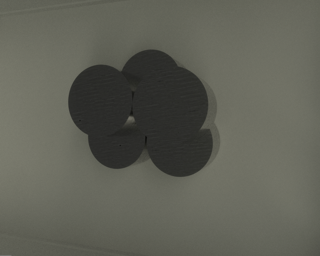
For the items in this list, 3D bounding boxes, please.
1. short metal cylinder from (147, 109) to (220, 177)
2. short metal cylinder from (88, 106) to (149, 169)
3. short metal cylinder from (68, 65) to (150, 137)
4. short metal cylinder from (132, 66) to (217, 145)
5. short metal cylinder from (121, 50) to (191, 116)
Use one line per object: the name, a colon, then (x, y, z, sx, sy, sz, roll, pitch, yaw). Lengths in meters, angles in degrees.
short metal cylinder: (0.030, 0.017, 0.385, 0.080, 0.050, 0.080, 0, 90, 20)
short metal cylinder: (-0.047, 0.011, 0.412, 0.080, 0.050, 0.080, 0, 90, 20)
short metal cylinder: (-0.058, -0.030, 0.363, 0.080, 0.050, 0.080, 0, 90, 20)
short metal cylinder: (0.017, -0.023, 0.335, 0.080, 0.050, 0.080, 0, 90, 20)
short metal cylinder: (-0.005, -0.055, 0.397, 0.080, 0.050, 0.080, 0, 90, 20)
